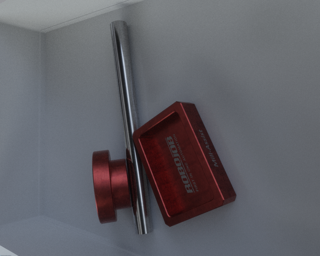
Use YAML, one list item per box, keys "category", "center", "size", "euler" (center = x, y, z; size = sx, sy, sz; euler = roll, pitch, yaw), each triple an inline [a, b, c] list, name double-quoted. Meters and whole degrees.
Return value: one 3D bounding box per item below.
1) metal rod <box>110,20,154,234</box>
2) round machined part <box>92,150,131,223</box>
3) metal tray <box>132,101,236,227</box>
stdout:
- category: "metal rod"
  center: [-0.041, -0.005, 0.438]
  size: [0.025, 0.025, 0.298]
  euler: [-13, 82, 39]
- category: "round machined part"
  center: [-0.064, 0.078, 0.425]
  size: [0.098, 0.042, 0.097]
  euler: [174, 89, -83]
- category: "metal tray"
  center: [0.025, 0.044, 0.381]
  size: [0.090, 0.030, 0.130]
  euler: [-34, 69, 34]
